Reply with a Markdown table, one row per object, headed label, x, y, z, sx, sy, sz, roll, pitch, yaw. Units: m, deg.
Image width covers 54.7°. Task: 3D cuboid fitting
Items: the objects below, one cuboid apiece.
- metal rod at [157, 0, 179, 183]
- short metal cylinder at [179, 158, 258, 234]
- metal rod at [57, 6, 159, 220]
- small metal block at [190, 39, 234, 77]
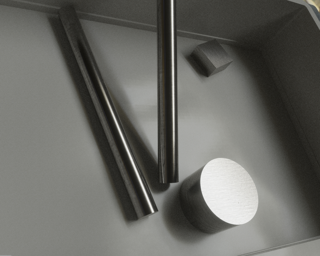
| label | x | y | z | sx | sy | sz | roll | pitch | yaw |
| --- | --- | --- | --- | --- | --- | --- | --- | --- | --- |
| metal rod | 0.009 | -0.083 | 0.385 | 0.025 | 0.025 | 0.298 | 2 | 86 | -28 |
| short metal cylinder | 0.071 | 0.083 | 0.379 | 0.081 | 0.050 | 0.080 | 14 | 56 | -21 |
| metal rod | -0.072 | -0.033 | 0.387 | 0.025 | 0.025 | 0.299 | -12 | 68 | -33 |
| small metal block | 0.089 | -0.120 | 0.529 | 0.050 | 0.025 | 0.050 | -29 | 78 | -38 |
